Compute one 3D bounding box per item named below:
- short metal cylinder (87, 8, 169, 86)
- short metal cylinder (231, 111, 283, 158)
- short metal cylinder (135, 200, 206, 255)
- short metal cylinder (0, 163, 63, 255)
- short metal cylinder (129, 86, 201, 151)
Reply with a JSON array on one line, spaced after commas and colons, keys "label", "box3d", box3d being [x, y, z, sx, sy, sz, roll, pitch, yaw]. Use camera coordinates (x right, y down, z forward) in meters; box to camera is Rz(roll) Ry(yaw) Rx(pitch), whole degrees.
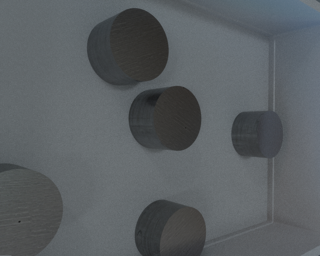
[{"label": "short metal cylinder", "box3d": [-0.037, -0.092, 0.361, 0.081, 0.050, 0.079, 0, 90, -40]}, {"label": "short metal cylinder", "box3d": [0.169, 0.011, 0.535, 0.081, 0.050, 0.079, 0, 90, -40]}, {"label": "short metal cylinder", "box3d": [0.014, 0.138, 0.405, 0.081, 0.050, 0.079, 0, 90, -40]}, {"label": "short metal cylinder", "box3d": [-0.136, 0.074, 0.277, 0.081, 0.050, 0.079, 0, 90, -40]}, {"label": "short metal cylinder", "box3d": [0.007, -0.012, 0.398, 0.081, 0.050, 0.079, 0, 90, -40]}]
